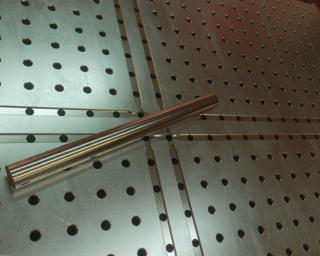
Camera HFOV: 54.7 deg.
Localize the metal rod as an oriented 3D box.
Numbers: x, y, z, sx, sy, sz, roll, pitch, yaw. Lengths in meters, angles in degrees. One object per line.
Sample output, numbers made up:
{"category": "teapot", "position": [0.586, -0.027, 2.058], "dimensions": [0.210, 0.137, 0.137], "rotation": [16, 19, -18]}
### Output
{"category": "metal rod", "position": [-0.032, 0.003, 0.390], "dimensions": [0.302, 0.025, 0.025], "rotation": [-22, 74, -36]}
